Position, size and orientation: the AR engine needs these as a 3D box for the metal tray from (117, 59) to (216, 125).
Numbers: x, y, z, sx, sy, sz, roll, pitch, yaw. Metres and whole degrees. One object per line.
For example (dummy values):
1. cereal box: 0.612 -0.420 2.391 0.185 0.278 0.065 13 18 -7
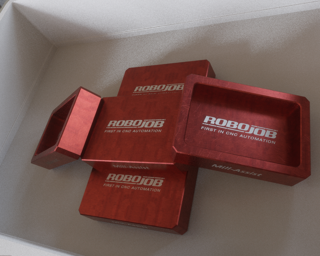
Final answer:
1. metal tray: 0.004 -0.044 0.424 0.130 0.030 0.090 0 61 27

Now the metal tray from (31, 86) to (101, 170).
1. metal tray: -0.133 0.005 0.429 0.130 0.030 0.090 -20 49 53

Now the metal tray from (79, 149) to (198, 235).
1. metal tray: -0.025 0.070 0.370 0.130 0.030 0.090 0 61 27

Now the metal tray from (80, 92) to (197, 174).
1. metal tray: -0.024 0.005 0.372 0.130 0.030 0.090 -1 61 27

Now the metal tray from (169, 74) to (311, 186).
1. metal tray: 0.082 0.001 0.317 0.131 0.030 0.090 12 65 1
